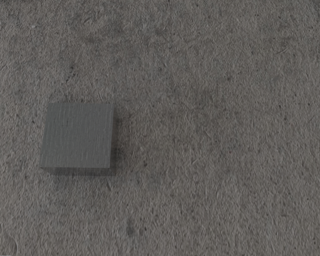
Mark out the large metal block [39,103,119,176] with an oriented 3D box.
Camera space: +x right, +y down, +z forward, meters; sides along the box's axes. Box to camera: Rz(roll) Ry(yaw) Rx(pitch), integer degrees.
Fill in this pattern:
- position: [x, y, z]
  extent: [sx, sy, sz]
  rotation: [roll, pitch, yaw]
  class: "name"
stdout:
- position: [-0.097, 0.016, 0.388]
  extent: [0.080, 0.050, 0.080]
  rotation: [1, 70, 0]
  class: "large metal block"
